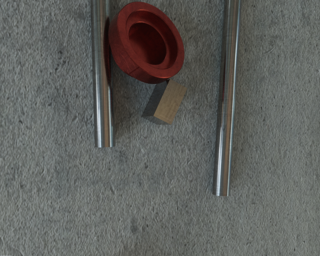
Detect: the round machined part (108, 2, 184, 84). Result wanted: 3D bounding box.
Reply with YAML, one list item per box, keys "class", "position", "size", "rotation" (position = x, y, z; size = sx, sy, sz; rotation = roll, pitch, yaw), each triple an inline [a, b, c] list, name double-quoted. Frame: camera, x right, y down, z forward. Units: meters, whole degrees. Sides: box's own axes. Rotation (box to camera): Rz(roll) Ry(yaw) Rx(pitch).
- class: "round machined part"
  position: [-0.020, -0.099, 0.380]
  size: [0.099, 0.042, 0.098]
  rotation: [15, 66, -35]

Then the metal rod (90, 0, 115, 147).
- class: "metal rod"
  position: [-0.072, -0.126, 0.382]
  size: [0.025, 0.025, 0.298]
  rotation: [-2, 91, -20]

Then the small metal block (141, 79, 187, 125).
- class: "small metal block"
  position: [0.004, -0.032, 0.397]
  size: [0.025, 0.050, 0.050]
  rotation: [27, 81, -19]

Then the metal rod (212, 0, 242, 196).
- class: "metal rod"
  position: [0.097, -0.054, 0.445]
  size: [0.025, 0.025, 0.298]
  rotation: [4, 89, -20]
